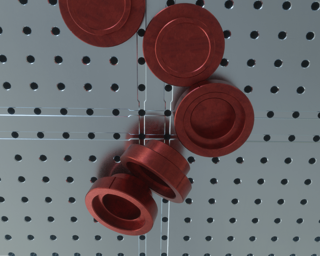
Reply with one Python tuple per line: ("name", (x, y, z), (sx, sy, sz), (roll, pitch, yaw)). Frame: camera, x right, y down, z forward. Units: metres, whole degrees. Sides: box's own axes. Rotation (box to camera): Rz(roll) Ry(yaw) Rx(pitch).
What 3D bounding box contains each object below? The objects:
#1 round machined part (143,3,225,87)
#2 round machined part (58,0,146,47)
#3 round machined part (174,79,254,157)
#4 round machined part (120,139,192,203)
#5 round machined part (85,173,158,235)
("round machined part", (0.028, -0.097, 0.369), (0.099, 0.042, 0.097), (0, 110, -1))
("round machined part", (-0.066, -0.141, 0.351), (0.099, 0.042, 0.097), (0, 110, -1))
("round machined part", (0.067, -0.015, 0.400), (0.099, 0.042, 0.097), (0, 111, -1))
("round machined part", (0.000, 0.052, 0.404), (0.098, 0.098, 0.042), (43, 67, -15))
("round machined part", (-0.049, 0.101, 0.428), (0.098, 0.042, 0.097), (11, 130, 14))
